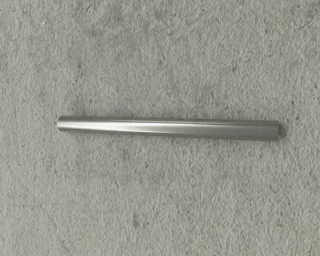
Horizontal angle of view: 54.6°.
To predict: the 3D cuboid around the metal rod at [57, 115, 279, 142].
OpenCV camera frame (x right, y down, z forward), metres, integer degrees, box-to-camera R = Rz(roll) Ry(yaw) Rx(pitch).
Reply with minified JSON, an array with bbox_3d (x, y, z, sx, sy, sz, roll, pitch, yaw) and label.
[{"bbox_3d":[-0.003,-0.001,0.412,0.301,0.025,0.025,2,91,20],"label":"metal rod"}]
